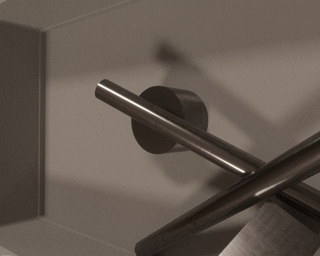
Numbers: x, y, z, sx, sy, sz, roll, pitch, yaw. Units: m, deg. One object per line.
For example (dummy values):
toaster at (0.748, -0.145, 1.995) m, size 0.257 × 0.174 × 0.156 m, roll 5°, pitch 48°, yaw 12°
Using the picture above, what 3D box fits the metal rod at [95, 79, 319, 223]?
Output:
metal rod at (0.057, 0.023, 0.309) m, size 0.300 × 0.025 × 0.025 m, roll 29°, pitch 109°, yaw 20°

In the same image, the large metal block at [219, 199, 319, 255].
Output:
large metal block at (0.091, 0.120, 0.274) m, size 0.080 × 0.080 × 0.050 m, roll -44°, pitch 56°, yaw -12°

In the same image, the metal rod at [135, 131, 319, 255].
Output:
metal rod at (0.049, 0.090, 0.321) m, size 0.298 × 0.025 × 0.025 m, roll -47°, pitch 61°, yaw 45°

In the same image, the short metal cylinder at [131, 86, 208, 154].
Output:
short metal cylinder at (0.011, -0.009, 0.380) m, size 0.080 × 0.050 × 0.079 m, roll 0°, pitch 90°, yaw 39°

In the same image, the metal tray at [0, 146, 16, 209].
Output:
metal tray at (-0.364, 0.108, 0.700) m, size 0.090 × 0.030 × 0.129 m, roll 2°, pitch 91°, yaw 39°
